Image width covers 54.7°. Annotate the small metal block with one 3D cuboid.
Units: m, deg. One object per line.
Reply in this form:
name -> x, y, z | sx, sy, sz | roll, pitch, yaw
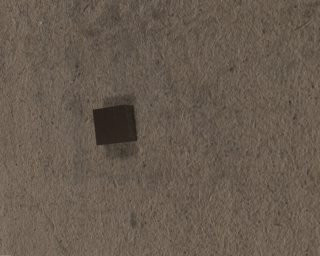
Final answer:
small metal block -> -0.062, -0.004, 0.430 | 0.050, 0.025, 0.050 | -7, 88, 19
